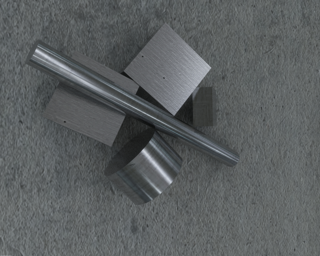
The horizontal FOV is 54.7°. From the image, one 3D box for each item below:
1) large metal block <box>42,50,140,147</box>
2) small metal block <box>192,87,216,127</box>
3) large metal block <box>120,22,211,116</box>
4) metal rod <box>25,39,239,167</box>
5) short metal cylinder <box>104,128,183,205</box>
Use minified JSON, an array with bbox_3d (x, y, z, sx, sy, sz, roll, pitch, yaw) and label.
[{"bbox_3d":[-0.082,-0.032,0.367,0.080,0.050,0.080,26,81,-18],"label":"large metal block"},{"bbox_3d":[0.061,-0.028,0.417,0.025,0.050,0.050,-1,91,16],"label":"small metal block"},{"bbox_3d":[0.003,-0.071,0.396,0.080,0.050,0.080,41,77,-16],"label":"large metal block"},{"bbox_3d":[-0.005,-0.012,0.365,0.301,0.025,0.025,27,81,-35],"label":"metal rod"},{"bbox_3d":[-0.020,0.045,0.373,0.080,0.080,0.050,-46,105,-14],"label":"short metal cylinder"}]
